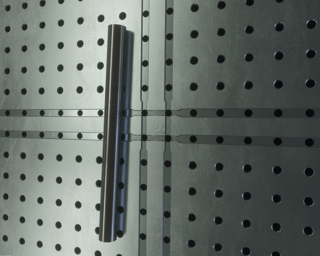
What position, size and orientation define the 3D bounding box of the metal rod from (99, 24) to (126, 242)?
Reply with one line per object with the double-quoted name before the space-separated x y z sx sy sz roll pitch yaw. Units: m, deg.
"metal rod" -0.067 0.008 0.434 0.025 0.025 0.298 3 91 19
